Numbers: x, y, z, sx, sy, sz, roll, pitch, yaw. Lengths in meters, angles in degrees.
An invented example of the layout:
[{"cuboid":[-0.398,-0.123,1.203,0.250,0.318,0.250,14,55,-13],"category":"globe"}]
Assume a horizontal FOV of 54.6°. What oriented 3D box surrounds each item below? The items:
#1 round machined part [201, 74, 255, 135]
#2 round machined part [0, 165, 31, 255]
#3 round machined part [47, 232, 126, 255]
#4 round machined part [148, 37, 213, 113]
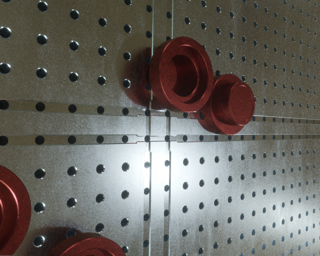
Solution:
[{"cuboid":[0.114,-0.038,0.492,0.099,0.042,0.097,0,90,-40],"category":"round machined part"},{"cuboid":[-0.165,0.073,0.259,0.099,0.042,0.097,0,90,-40],"category":"round machined part"},{"cuboid":[-0.085,0.159,0.326,0.099,0.042,0.097,0,90,-40],"category":"round machined part"},{"cuboid":[0.024,-0.069,0.417,0.099,0.042,0.097,0,90,-40],"category":"round machined part"}]
